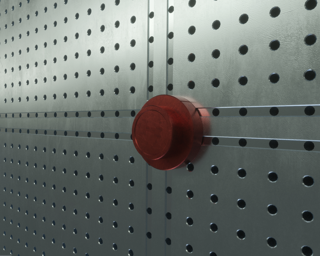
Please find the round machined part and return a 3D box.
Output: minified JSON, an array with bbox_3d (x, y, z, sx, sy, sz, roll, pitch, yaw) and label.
[{"bbox_3d":[0.002,0.005,0.398,0.098,0.042,0.097,0,90,40],"label":"round machined part"}]
